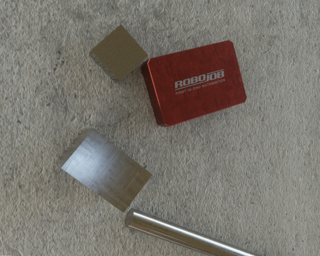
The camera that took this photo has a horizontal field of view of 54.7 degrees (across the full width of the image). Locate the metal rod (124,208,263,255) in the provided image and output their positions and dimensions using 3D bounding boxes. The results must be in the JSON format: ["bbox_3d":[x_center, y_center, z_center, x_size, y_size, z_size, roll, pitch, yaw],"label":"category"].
[{"bbox_3d":[0.089,0.176,0.443,0.302,0.025,0.025,26,82,-19],"label":"metal rod"}]

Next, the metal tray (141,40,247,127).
[{"bbox_3d":[0.049,-0.062,0.426,0.131,0.030,0.089,-18,96,-20],"label":"metal tray"}]

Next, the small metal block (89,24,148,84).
[{"bbox_3d":[-0.052,-0.092,0.390,0.050,0.025,0.050,-46,105,-14],"label":"small metal block"}]

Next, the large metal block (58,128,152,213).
[{"bbox_3d":[-0.066,0.044,0.356,0.080,0.080,0.050,41,77,-16],"label":"large metal block"}]
